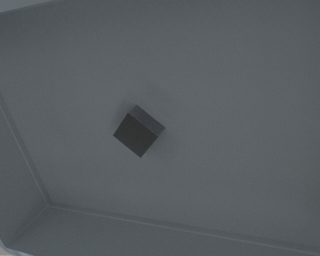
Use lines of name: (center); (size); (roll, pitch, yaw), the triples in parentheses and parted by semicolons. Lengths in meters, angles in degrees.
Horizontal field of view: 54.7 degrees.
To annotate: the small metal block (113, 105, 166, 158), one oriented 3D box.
small metal block: (-0.029, 0.005, 0.426); (0.050, 0.025, 0.050); (39, 129, 1)
